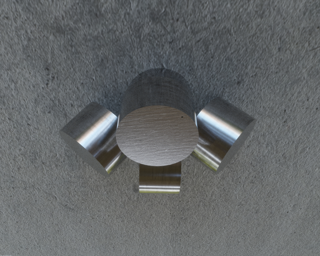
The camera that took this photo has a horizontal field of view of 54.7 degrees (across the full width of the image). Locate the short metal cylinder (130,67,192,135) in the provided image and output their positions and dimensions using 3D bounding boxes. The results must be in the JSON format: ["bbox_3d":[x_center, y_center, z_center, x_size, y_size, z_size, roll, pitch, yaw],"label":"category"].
[{"bbox_3d":[0.000,-0.025,0.371,0.081,0.050,0.079,0,130,0],"label":"short metal cylinder"}]

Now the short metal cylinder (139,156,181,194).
[{"bbox_3d":[-0.001,0.047,0.411,0.050,0.080,0.079,1,130,-2],"label":"short metal cylinder"}]

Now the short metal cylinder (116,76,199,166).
[{"bbox_3d":[-0.003,-0.006,0.321,0.081,0.050,0.079,0,130,0],"label":"short metal cylinder"}]

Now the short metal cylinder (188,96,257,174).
[{"bbox_3d":[0.071,0.009,0.374,0.050,0.081,0.079,37,131,20],"label":"short metal cylinder"}]

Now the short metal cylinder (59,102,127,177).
[{"bbox_3d":[-0.075,0.015,0.377,0.080,0.050,0.080,35,158,17],"label":"short metal cylinder"}]
